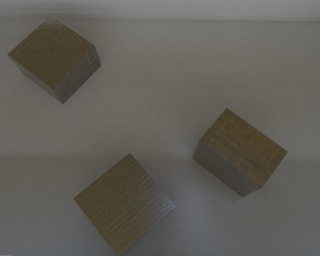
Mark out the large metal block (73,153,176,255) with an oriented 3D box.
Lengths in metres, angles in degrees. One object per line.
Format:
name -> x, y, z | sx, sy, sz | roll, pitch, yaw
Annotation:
large metal block -> -0.039, 0.090, 0.363 | 0.080, 0.050, 0.080 | -39, 75, -13

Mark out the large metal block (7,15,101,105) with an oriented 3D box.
large metal block -> -0.143, -0.094, 0.430 | 0.080, 0.050, 0.080 | 36, 74, 12

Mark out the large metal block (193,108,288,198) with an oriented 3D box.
large metal block -> 0.089, 0.033, 0.369 | 0.080, 0.080, 0.050 | 38, 75, 12
